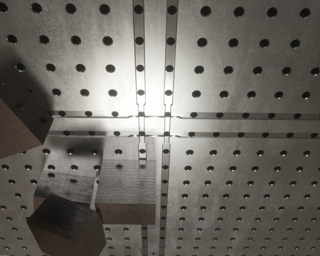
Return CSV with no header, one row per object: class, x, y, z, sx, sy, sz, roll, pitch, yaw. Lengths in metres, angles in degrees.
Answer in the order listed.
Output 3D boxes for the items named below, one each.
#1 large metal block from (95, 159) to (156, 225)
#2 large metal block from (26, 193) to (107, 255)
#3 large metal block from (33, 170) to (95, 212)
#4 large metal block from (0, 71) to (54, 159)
large metal block,-0.047,0.092,0.454,0.081,0.080,0.050,1,130,-2
large metal block,-0.127,0.147,0.434,0.080,0.050,0.079,16,133,18
large metal block,-0.152,0.118,0.494,0.081,0.050,0.079,10,130,-9
large metal block,-0.195,-0.012,0.382,0.080,0.050,0.080,-17,128,14
